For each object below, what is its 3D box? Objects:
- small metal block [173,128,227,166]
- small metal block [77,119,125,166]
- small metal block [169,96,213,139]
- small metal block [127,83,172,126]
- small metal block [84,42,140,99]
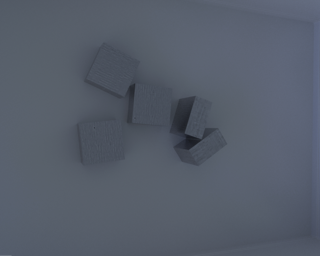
[{"bbox_3d":[0.053,0.024,0.418,0.050,0.050,0.025,-35,102,-17],"label":"small metal block"},{"bbox_3d":[-0.073,0.017,0.384,0.050,0.025,0.050,-7,93,-20],"label":"small metal block"},{"bbox_3d":[0.040,-0.013,0.413,0.025,0.050,0.050,19,84,-20],"label":"small metal block"},{"bbox_3d":[-0.014,-0.029,0.406,0.050,0.025,0.050,5,88,-20],"label":"small metal block"},{"bbox_3d":[-0.060,-0.071,0.389,0.050,0.025,0.050,25,82,-19],"label":"small metal block"}]
